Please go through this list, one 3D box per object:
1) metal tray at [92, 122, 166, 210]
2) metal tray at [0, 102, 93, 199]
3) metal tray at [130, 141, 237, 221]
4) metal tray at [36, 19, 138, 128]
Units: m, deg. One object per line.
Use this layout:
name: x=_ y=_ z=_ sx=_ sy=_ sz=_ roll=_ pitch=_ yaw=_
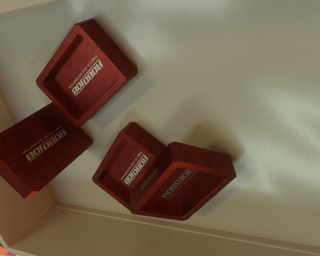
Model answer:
metal tray: x=-0.040 y=0.063 z=0.465 sx=0.090 sy=0.030 sz=0.129 roll=38 pitch=129 yaw=2
metal tray: x=-0.171 y=0.027 z=0.448 sx=0.090 sy=0.131 sz=0.030 roll=48 pitch=129 yaw=-5
metal tray: x=0.026 y=0.076 z=0.409 sx=0.091 sy=0.030 sz=0.129 roll=15 pitch=133 yaw=-23
metal tray: x=-0.102 y=-0.068 z=0.417 sx=0.090 sy=0.030 sz=0.129 roll=49 pitch=129 yaw=-6
